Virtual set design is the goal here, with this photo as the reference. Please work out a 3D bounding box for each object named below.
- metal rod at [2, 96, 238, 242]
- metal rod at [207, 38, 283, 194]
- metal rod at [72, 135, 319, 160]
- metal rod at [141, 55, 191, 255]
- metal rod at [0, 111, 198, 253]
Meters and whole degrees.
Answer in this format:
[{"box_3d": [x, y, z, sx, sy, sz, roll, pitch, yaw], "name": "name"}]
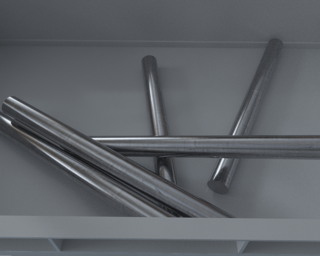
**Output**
[{"box_3d": [-0.060, 0.034, 0.340, 0.301, 0.025, 0.025, 26, 55, 19], "name": "metal rod"}, {"box_3d": [0.130, -0.037, 0.436, 0.025, 0.025, 0.301, 20, 53, 16], "name": "metal rod"}, {"box_3d": [0.027, 0.021, 0.346, 0.301, 0.025, 0.025, -1, 49, 16], "name": "metal rod"}, {"box_3d": [0.000, 0.008, 0.397, 0.025, 0.025, 0.300, -5, 50, -4], "name": "metal rod"}, {"box_3d": [-0.095, 0.046, 0.347, 0.300, 0.025, 0.025, 25, 54, 26], "name": "metal rod"}]
